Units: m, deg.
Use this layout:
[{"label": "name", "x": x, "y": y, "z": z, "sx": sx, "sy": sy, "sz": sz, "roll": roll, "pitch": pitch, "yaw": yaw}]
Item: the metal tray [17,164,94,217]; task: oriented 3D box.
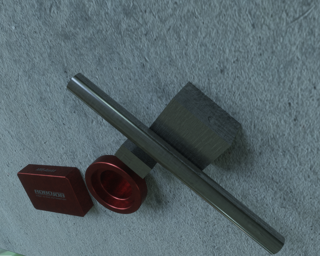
[{"label": "metal tray", "x": -0.196, "y": 0.115, "z": 0.578, "sx": 0.130, "sy": 0.030, "sz": 0.089, "roll": -1, "pitch": 118, "yaw": 28}]

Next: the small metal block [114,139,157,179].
[{"label": "small metal block", "x": -0.025, "y": 0.033, "z": 0.424, "sx": 0.050, "sy": 0.050, "sz": 0.025, "roll": 40, "pitch": 129, "yaw": 0}]

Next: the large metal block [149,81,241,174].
[{"label": "large metal block", "x": 0.035, "y": 0.005, "z": 0.375, "sx": 0.080, "sy": 0.050, "sz": 0.080, "roll": 40, "pitch": 129, "yaw": 1}]

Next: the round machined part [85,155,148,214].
[{"label": "round machined part", "x": -0.063, "y": 0.082, "z": 0.480, "sx": 0.098, "sy": 0.042, "sz": 0.097, "roll": 13, "pitch": 124, "yaw": 21}]

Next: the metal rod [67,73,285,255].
[{"label": "metal rod", "x": 0.017, "y": 0.040, "z": 0.357, "sx": 0.300, "sy": 0.025, "sz": 0.025, "roll": 39, "pitch": 129, "yaw": 1}]
